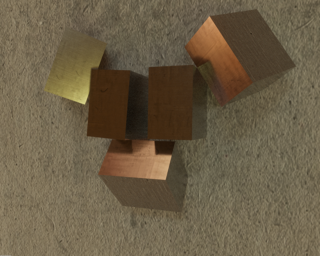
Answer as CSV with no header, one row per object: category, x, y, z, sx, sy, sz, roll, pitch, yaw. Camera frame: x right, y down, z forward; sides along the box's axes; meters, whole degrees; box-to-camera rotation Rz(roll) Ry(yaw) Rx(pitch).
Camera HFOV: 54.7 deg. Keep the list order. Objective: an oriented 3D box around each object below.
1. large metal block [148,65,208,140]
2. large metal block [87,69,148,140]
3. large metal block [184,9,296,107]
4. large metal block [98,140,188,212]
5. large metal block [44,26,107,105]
large metal block,0.024,-0.027,0.372,0.050,0.080,0.079,1,90,20
large metal block,-0.047,-0.028,0.397,0.050,0.080,0.079,5,92,19
large metal block,0.088,-0.079,0.343,0.080,0.081,0.050,61,144,10
large metal block,-0.016,0.059,0.379,0.080,0.080,0.050,1,51,20
large metal block,-0.111,-0.083,0.409,0.050,0.080,0.080,19,98,-18
